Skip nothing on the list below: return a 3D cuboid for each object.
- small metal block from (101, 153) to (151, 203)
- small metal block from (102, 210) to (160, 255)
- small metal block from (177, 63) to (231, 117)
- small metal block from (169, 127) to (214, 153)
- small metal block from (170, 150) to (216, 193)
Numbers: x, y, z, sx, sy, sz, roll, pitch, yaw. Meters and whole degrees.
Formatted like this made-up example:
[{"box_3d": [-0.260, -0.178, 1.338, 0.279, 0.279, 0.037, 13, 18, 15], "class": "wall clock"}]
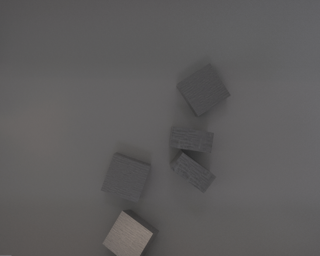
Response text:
[{"box_3d": [-0.044, 0.065, 0.411, 0.050, 0.025, 0.050, 19, 90, 0], "class": "small metal block"}, {"box_3d": [-0.037, 0.142, 0.403, 0.050, 0.025, 0.050, 31, 90, 21], "class": "small metal block"}, {"box_3d": [0.057, -0.050, 0.412, 0.050, 0.025, 0.050, -33, 90, 0], "class": "small metal block"}, {"box_3d": [0.039, 0.014, 0.399, 0.050, 0.050, 0.025, 9, 90, 0], "class": "small metal block"}, {"box_3d": [0.041, 0.054, 0.399, 0.050, 0.050, 0.025, 37, 90, 0], "class": "small metal block"}]
